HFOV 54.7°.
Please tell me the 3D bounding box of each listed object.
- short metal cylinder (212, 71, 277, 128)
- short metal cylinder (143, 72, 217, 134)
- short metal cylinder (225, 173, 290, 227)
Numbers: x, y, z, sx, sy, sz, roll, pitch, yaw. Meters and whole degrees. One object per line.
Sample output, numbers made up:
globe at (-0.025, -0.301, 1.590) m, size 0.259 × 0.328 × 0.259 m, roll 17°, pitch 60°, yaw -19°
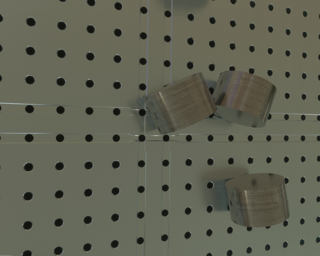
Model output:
short metal cylinder at (0.112, -0.038, 0.426) m, size 0.080 × 0.080 × 0.050 m, roll 23°, pitch 82°, yaw -19°
short metal cylinder at (0.025, -0.032, 0.394) m, size 0.081 × 0.080 × 0.050 m, roll -28°, pitch 100°, yaw -18°
short metal cylinder at (0.136, 0.099, 0.436) m, size 0.081 × 0.080 × 0.050 m, roll -12°, pitch 94°, yaw -20°
